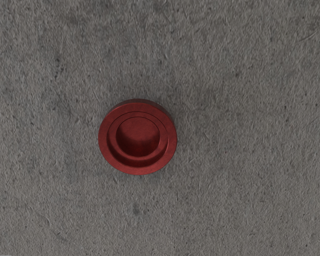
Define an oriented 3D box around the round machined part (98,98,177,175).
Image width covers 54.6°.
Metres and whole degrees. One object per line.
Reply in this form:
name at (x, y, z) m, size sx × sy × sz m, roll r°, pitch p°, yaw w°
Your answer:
round machined part at (-0.027, 0.008, 0.404) m, size 0.099 × 0.042 × 0.097 m, roll 0°, pitch 110°, yaw 0°
